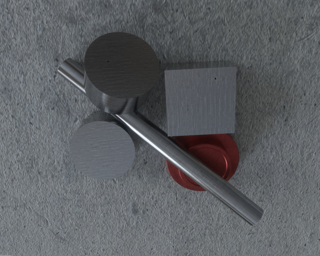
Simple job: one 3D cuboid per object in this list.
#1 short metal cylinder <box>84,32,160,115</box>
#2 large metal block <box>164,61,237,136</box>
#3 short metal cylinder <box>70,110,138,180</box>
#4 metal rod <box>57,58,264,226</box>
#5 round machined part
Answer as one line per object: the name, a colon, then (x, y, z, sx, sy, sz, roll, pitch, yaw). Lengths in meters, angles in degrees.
short metal cylinder: (-0.046, -0.061, 0.355, 0.081, 0.050, 0.080, 4, 72, -13)
large metal block: (0.047, -0.038, 0.382, 0.080, 0.050, 0.079, -3, 110, 1)
short metal cylinder: (-0.071, 0.020, 0.405, 0.081, 0.050, 0.079, 0, 110, 0)
metal rod: (0.000, 0.016, 0.381, 0.300, 0.025, 0.025, 38, 106, 0)
round machined part: (0.058, 0.044, 0.418, 0.099, 0.042, 0.097, 0, 110, 0)
